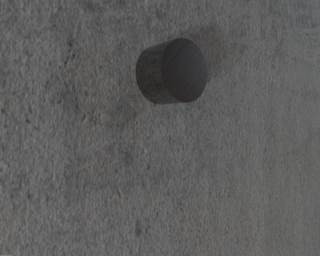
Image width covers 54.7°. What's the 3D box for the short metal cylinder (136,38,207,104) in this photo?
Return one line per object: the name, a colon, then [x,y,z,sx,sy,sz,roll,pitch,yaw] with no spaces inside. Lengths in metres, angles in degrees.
short metal cylinder: [0.016,-0.072,0.404,0.081,0.050,0.079,0,90,-40]
